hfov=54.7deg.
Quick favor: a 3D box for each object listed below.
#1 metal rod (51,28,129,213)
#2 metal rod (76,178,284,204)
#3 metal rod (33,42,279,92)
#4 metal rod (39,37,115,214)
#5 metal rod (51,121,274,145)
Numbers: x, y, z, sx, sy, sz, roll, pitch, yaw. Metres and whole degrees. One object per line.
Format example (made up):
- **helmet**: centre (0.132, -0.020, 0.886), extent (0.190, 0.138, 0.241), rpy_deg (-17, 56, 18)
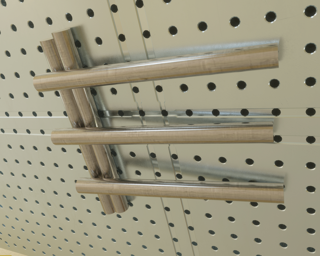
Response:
- **metal rod**: centre (-0.096, 0.005, 0.462), extent (0.025, 0.025, 0.298), rpy_deg (1, 119, 27)
- **metal rod**: centre (0.013, 0.086, 0.437), extent (0.301, 0.025, 0.025), rpy_deg (-2, 118, 22)
- **metal rod**: centre (-0.022, -0.066, 0.362), extent (0.301, 0.025, 0.025), rpy_deg (-2, 118, 22)
- **metal rod**: centre (-0.117, 0.012, 0.477), extent (0.025, 0.025, 0.298), rpy_deg (1, 119, 27)
- **metal rod**: centre (-0.013, 0.009, 0.402), extent (0.301, 0.025, 0.025), rpy_deg (-2, 118, 21)
